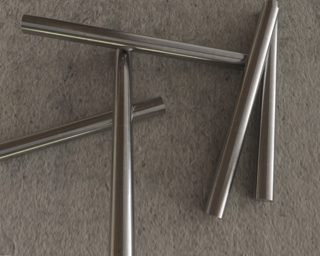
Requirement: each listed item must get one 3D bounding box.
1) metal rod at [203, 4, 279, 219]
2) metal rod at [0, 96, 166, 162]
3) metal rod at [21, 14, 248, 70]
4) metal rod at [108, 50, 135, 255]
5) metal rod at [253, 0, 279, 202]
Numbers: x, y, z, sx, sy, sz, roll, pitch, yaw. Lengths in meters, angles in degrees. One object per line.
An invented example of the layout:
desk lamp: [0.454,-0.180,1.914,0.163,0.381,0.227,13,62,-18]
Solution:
metal rod: [0.111,-0.032,0.407,0.025,0.025,0.299,18,76,6]
metal rod: [-0.140,0.012,0.402,0.302,0.025,0.025,-17,71,-7]
metal rod: [-0.027,-0.115,0.422,0.302,0.025,0.025,8,70,-9]
metal rod: [-0.044,0.001,0.371,0.025,0.025,0.299,-3,56,-2]
metal rod: [0.148,-0.050,0.428,0.025,0.025,0.299,8,70,3]
